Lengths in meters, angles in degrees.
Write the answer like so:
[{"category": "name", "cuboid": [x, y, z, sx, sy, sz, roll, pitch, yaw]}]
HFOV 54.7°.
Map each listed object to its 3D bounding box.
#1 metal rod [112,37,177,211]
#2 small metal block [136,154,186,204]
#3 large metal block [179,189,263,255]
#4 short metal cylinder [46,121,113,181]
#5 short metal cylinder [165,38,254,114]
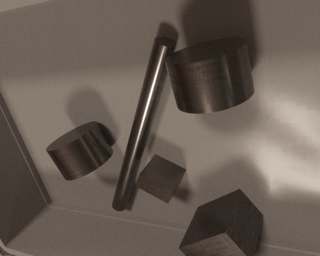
[{"category": "metal rod", "cuboid": [-0.031, 0.017, 0.434, 0.025, 0.025, 0.298, 27, 128, 11]}, {"category": "small metal block", "cuboid": [0.002, 0.070, 0.433, 0.050, 0.050, 0.025, 26, 127, 11]}, {"category": "large metal block", "cuboid": [0.083, 0.138, 0.414, 0.050, 0.080, 0.080, 49, 128, -6]}, {"category": "short metal cylinder", "cuboid": [-0.116, 0.032, 0.452, 0.080, 0.080, 0.050, -15, 111, 34]}, {"category": "short metal cylinder", "cuboid": [0.050, -0.054, 0.312, 0.080, 0.080, 0.050, -2, 117, 29]}]
